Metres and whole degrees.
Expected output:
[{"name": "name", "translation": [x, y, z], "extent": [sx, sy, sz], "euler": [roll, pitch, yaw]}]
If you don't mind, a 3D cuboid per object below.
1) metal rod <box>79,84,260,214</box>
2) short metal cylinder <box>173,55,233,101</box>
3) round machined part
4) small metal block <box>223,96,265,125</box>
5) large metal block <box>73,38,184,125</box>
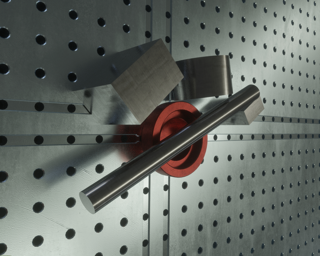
[{"name": "metal rod", "translation": [0.035, 0.009, 0.383], "extent": [0.302, 0.025, 0.025], "euler": [-31, 110, -36]}, {"name": "short metal cylinder", "translation": [0.056, -0.067, 0.420], "extent": [0.081, 0.080, 0.050], "euler": [-12, 98, -39]}, {"name": "round machined part", "translation": [0.015, 0.014, 0.410], "extent": [0.099, 0.042, 0.097], "euler": [0, 90, -40]}, {"name": "small metal block", "translation": [0.132, -0.029, 0.503], "extent": [0.050, 0.050, 0.025], "euler": [-40, 115, -33]}, {"name": "large metal block", "translation": [-0.035, -0.049, 0.344], "extent": [0.080, 0.080, 0.050], "euler": [-49, 119, -29]}]
